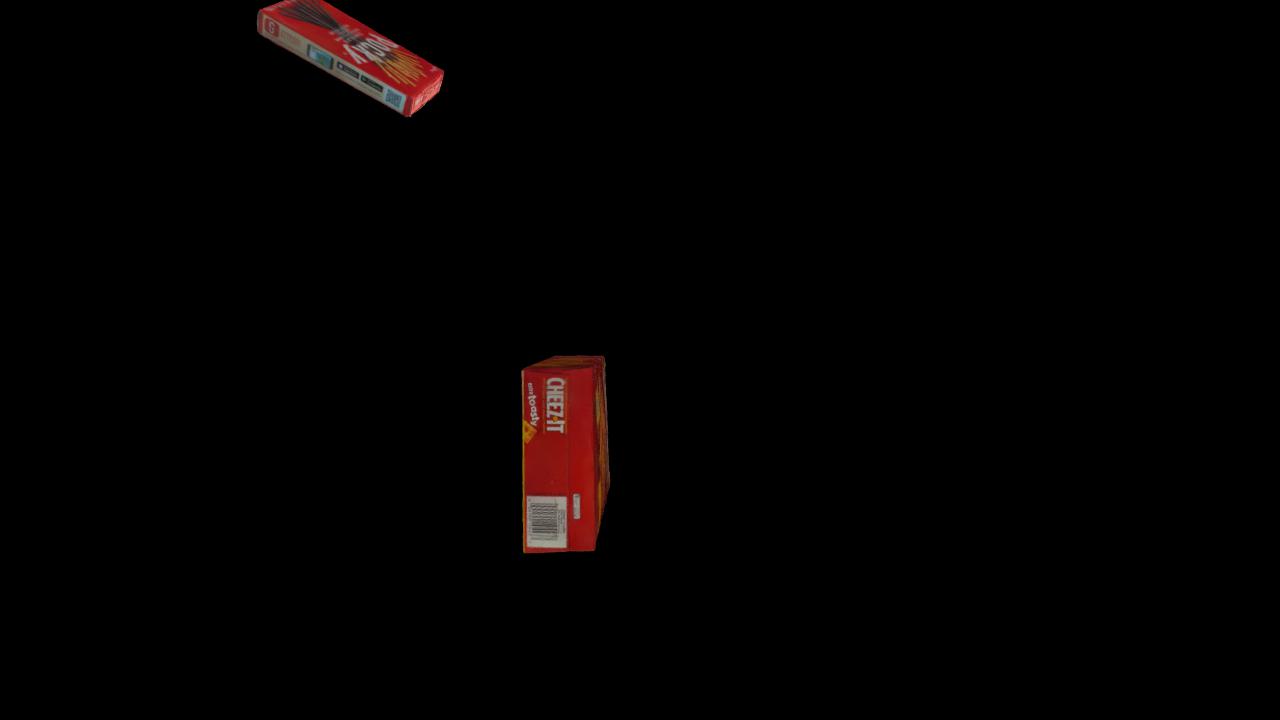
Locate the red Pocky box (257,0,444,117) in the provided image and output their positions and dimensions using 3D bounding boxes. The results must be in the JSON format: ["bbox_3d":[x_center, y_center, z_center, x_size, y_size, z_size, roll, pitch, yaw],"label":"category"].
[{"bbox_3d":[-0.287,-0.311,0.624,0.155,0.083,0.028,27,-49,-13],"label":"red Pocky box"}]

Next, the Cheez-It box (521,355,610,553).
[{"bbox_3d":[-0.070,0.082,0.636,0.071,0.166,0.223,-1,3,0],"label":"Cheez-It box"}]
